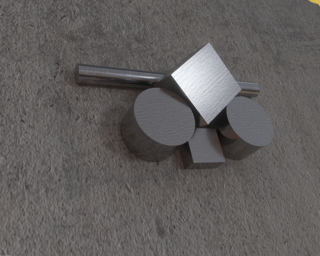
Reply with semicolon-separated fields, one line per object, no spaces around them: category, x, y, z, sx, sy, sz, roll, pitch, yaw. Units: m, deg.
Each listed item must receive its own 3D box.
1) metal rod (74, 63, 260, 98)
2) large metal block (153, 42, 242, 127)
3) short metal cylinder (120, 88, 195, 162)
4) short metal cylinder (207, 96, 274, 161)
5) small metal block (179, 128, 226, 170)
metal rod;0.029;-0.067;0.461;0.303;0.025;0.025;1;62;-28
large metal block;0.052;-0.057;0.429;0.080;0.050;0.080;-44;103;-26
short metal cylinder;-0.004;-0.003;0.388;0.081;0.050;0.080;14;56;-21
short metal cylinder;0.116;0.001;0.451;0.081;0.050;0.080;14;56;-21
small metal block;0.054;0.028;0.418;0.050;0.025;0.050;2;61;-27
